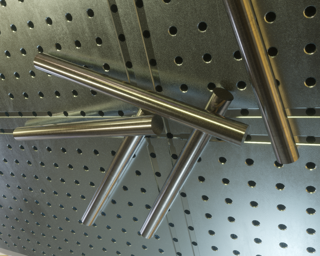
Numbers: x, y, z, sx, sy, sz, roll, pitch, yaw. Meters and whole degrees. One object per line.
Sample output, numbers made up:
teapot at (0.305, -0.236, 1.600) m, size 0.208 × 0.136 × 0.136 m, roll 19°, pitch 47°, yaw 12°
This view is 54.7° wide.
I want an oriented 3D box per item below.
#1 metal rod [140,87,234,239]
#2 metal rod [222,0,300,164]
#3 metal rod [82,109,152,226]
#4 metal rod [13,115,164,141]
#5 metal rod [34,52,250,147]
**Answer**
metal rod at (0.025, 0.070, 0.440) m, size 0.025 × 0.025 × 0.298 m, roll 30°, pitch 128°, yaw 8°
metal rod at (0.086, -0.094, 0.306) m, size 0.025 × 0.025 × 0.299 m, roll -12°, pitch 112°, yaw 33°
metal rod at (-0.075, 0.075, 0.495) m, size 0.025 × 0.025 × 0.298 m, roll 35°, pitch 129°, yaw 4°
metal rod at (-0.125, 0.003, 0.457) m, size 0.300 × 0.025 × 0.025 m, roll -3°, pitch 117°, yaw 36°
metal rod at (-0.039, -0.043, 0.384) m, size 0.301 × 0.025 × 0.025 m, roll 22°, pitch 127°, yaw 22°
